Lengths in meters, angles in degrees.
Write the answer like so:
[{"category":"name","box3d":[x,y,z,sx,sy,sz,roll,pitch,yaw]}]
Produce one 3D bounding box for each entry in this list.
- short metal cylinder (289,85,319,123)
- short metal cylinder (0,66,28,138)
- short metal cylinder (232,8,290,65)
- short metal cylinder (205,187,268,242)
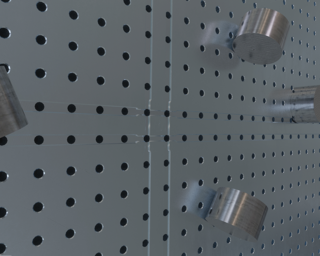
[{"category":"short metal cylinder","box3d":[0.321,-0.050,0.661,0.081,0.050,0.079,0,90,-40]},{"category":"short metal cylinder","box3d":[-0.154,-0.013,0.244,0.081,0.080,0.050,-28,108,-37]},{"category":"short metal cylinder","box3d":[0.167,-0.149,0.512,0.080,0.080,0.050,35,68,-35]},{"category":"short metal cylinder","box3d":[0.116,0.131,0.471,0.080,0.080,0.050,42,65,-32]}]
